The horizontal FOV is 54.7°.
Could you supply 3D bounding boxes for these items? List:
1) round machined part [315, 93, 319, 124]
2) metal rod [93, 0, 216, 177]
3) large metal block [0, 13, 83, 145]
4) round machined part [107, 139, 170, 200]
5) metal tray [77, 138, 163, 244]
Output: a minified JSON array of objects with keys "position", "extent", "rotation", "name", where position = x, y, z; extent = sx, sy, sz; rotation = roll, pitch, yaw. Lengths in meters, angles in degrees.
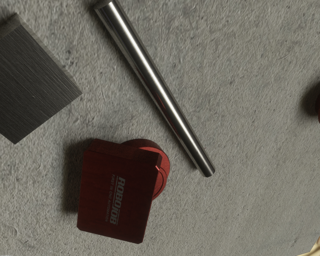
[{"position":[0.315,-0.044,0.544],"extent":[0.099,0.042,0.097],"rotation":[-14,125,-21],"name":"round machined part"},{"position":[0.011,-0.028,0.397],"extent":[0.025,0.025,0.300],"rotation":[-37,130,-4],"name":"metal rod"},{"position":[-0.135,-0.045,0.289],"extent":[0.080,0.050,0.080],"rotation":[-38,130,-3],"name":"large metal block"},{"position":[-0.030,0.067,0.423],"extent":[0.099,0.042,0.097],"rotation":[-14,125,-21],"name":"round machined part"},{"position":[-0.054,0.084,0.397],"extent":[0.091,0.030,0.129],"rotation":[13,117,1],"name":"metal tray"}]
